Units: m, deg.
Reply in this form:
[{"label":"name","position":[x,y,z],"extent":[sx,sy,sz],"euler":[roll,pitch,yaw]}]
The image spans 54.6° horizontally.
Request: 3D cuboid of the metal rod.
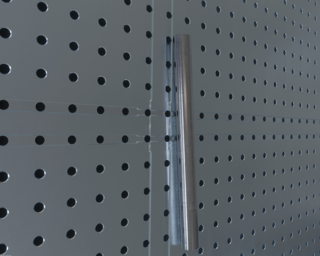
[{"label":"metal rod","position":[0.037,0.021,0.438],"extent":[0.025,0.025,0.298],"euler":[-4,93,-40]}]
